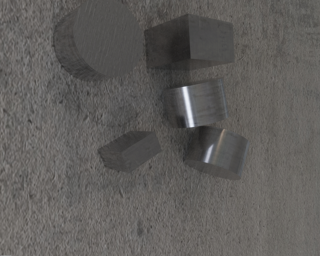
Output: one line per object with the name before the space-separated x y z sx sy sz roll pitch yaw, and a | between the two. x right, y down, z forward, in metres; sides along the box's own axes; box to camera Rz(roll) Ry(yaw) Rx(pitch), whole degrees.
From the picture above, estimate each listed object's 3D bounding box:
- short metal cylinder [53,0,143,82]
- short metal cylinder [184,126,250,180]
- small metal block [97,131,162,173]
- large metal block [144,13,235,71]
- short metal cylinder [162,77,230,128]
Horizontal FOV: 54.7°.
short metal cylinder | -0.066 -0.092 0.333 0.081 0.050 0.079 0 90 -40
short metal cylinder | 0.080 0.036 0.436 0.080 0.080 0.050 31 71 -36
small metal block | -0.035 0.026 0.359 0.050 0.050 0.025 -32 110 -35
large metal block | 0.038 -0.106 0.400 0.081 0.080 0.050 -6 94 -40
short metal cylinder | 0.047 -0.034 0.408 0.081 0.080 0.050 -20 103 -38
